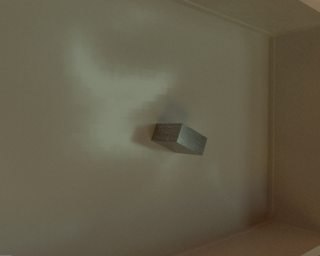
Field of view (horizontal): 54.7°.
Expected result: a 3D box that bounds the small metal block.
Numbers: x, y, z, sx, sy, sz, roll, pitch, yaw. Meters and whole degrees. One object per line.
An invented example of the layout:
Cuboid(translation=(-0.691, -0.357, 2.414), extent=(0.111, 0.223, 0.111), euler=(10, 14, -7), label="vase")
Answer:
Cuboid(translation=(0.026, 0.015, 0.414), extent=(0.050, 0.050, 0.025), euler=(29, 72, -37), label="small metal block")
